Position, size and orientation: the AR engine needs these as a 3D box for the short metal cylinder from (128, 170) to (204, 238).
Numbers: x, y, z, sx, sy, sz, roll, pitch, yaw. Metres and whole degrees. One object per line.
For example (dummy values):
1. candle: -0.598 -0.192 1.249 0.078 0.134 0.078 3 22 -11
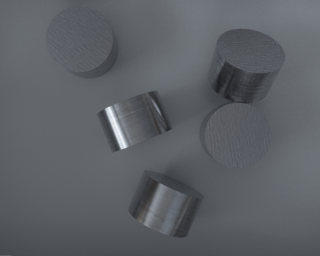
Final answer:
1. short metal cylinder: 0.007 0.092 0.384 0.080 0.080 0.050 23 90 0

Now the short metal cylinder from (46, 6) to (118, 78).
1. short metal cylinder: -0.097 -0.107 0.398 0.081 0.050 0.080 0 90 0

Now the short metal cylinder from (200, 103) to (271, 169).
1. short metal cylinder: 0.094 0.009 0.399 0.081 0.050 0.079 0 91 0

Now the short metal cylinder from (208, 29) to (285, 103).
1. short metal cylinder: 0.104 -0.077 0.380 0.081 0.050 0.080 3 53 -4

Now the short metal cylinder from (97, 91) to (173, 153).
1. short metal cylinder: -0.031 -0.008 0.384 0.080 0.080 0.050 -22 90 0
